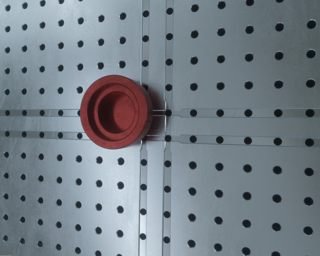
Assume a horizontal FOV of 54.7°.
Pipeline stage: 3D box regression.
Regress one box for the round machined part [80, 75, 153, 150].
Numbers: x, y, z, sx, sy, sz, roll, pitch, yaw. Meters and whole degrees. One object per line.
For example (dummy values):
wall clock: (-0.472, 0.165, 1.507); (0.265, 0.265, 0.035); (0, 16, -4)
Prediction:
round machined part: (-0.055, -0.021, 0.422); (0.098, 0.042, 0.097); (0, 90, 19)
